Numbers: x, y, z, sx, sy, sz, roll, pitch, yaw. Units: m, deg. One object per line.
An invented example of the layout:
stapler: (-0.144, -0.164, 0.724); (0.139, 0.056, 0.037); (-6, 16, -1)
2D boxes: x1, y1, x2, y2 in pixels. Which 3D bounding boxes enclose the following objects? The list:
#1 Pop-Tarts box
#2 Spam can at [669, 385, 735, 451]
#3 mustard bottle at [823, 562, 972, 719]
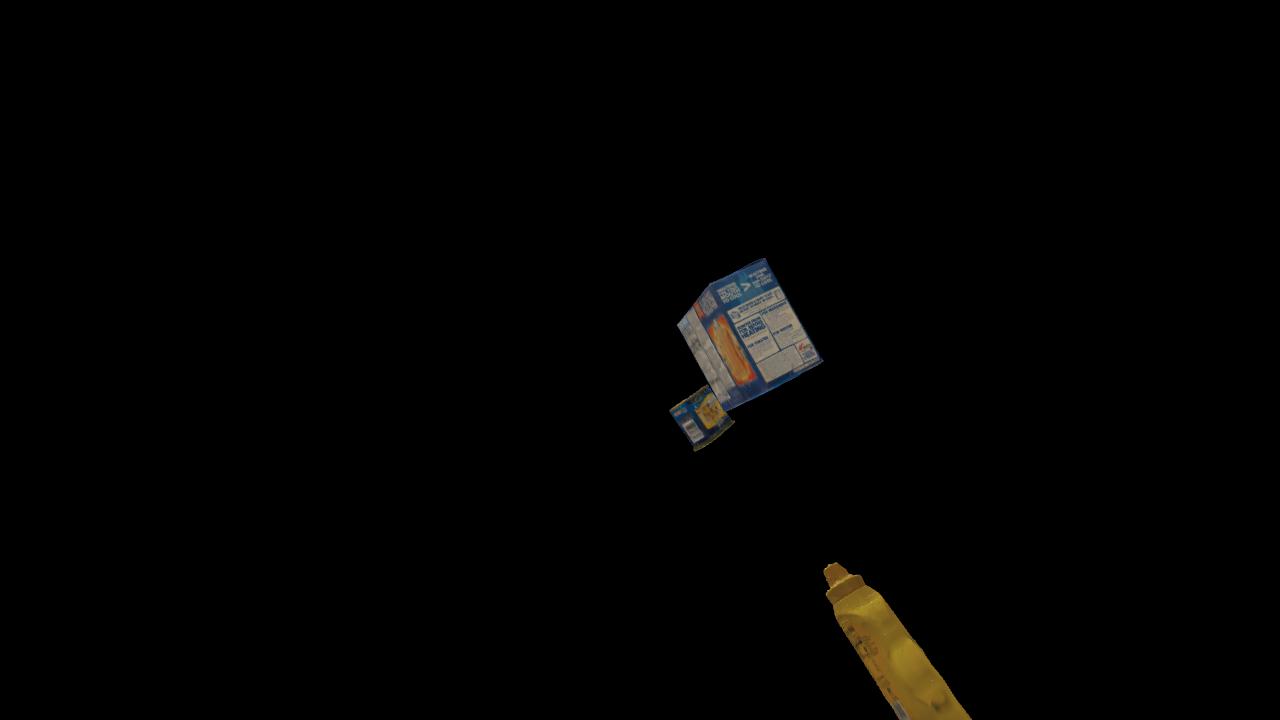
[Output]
Pop-Tarts box: (0.130, -0.024, 0.777); (0.083, 0.141, 0.167); (-26, -8, -15)
Spam can: (0.109, 0.100, 1.088); (0.058, 0.085, 0.101); (-37, -5, 35)
mustard bottle: (0.245, 0.288, 0.616); (0.054, 0.184, 0.092); (-28, -33, -6)
